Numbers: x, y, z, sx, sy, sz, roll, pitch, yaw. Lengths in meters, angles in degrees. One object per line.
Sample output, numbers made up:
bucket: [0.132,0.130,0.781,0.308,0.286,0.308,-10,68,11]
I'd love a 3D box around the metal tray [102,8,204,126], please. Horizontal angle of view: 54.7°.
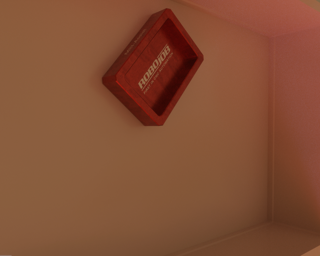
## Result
metal tray: [-0.003,-0.078,0.402,0.090,0.030,0.130,47,62,-30]
